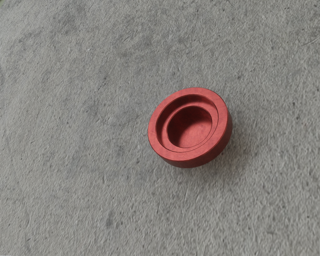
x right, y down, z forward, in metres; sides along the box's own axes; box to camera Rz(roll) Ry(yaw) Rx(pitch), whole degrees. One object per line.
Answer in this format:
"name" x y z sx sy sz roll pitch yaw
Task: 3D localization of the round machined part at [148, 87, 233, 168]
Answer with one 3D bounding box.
"round machined part" 0.038 0.003 0.372 0.098 0.042 0.098 -13 56 21
